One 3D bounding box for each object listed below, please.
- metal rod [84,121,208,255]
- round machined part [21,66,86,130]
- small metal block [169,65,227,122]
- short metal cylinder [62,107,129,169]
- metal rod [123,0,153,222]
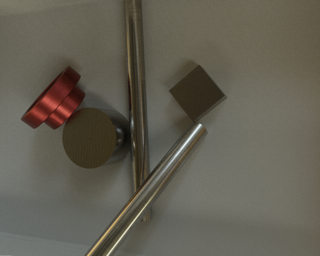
[{"bbox_3d":[-0.041,0.109,0.347,0.025,0.025,0.301,35,70,16],"label":"metal rod"},{"bbox_3d":[-0.142,-0.036,0.431,0.098,0.098,0.042,-42,113,15],"label":"round machined part"},{"bbox_3d":[0.049,-0.043,0.393,0.050,0.025,0.050,-40,78,15],"label":"small metal block"},{"bbox_3d":[-0.085,0.013,0.426,0.080,0.050,0.079,0,90,19],"label":"short metal cylinder"},{"bbox_3d":[-0.030,-0.026,0.420,0.025,0.025,0.298,-3,89,19],"label":"metal rod"}]
